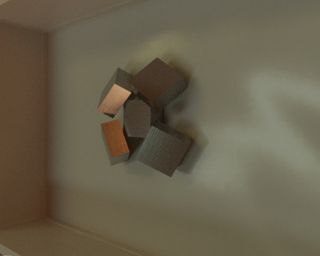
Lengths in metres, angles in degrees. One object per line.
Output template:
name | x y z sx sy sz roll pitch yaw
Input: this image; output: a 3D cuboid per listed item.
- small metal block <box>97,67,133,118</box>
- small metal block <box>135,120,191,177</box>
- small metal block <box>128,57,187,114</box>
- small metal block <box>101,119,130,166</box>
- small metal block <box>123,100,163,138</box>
small metal block | -0.063 -0.050 0.440 0.050 0.025 0.050 -50 23 29
small metal block | 0.004 0.025 0.386 0.050 0.025 0.050 27 110 0
small metal block | -0.003 -0.054 0.391 0.050 0.025 0.050 -41 58 -10
small metal block | -0.065 0.022 0.443 0.050 0.025 0.050 114 137 -68
small metal block | -0.023 -0.013 0.423 0.050 0.025 0.050 2 92 40
